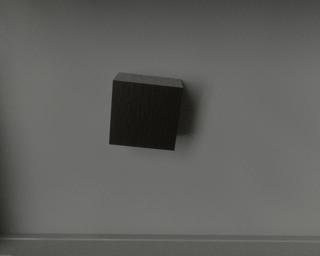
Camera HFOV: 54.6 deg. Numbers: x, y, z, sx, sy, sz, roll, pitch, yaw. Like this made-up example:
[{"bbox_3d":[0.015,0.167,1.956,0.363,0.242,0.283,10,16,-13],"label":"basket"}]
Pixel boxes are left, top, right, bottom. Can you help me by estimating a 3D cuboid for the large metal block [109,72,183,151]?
[{"bbox_3d":[-0.018,-0.022,0.390,0.080,0.050,0.079,6,110,-2],"label":"large metal block"}]
